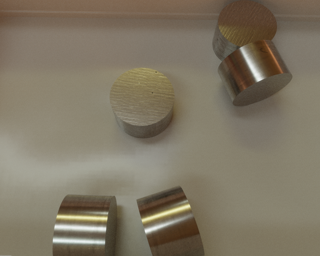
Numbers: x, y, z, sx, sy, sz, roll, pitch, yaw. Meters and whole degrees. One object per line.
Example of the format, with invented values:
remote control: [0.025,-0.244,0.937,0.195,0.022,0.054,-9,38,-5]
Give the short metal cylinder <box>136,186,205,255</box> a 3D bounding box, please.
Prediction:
short metal cylinder: [0.010,0.109,0.341,0.050,0.080,0.080,-17,71,-6]

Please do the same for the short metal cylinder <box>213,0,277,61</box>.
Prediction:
short metal cylinder: [0.120,-0.135,0.447,0.081,0.050,0.080,0,70,0]

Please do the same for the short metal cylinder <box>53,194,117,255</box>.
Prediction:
short metal cylinder: [-0.078,0.114,0.338,0.050,0.080,0.080,2,70,0]

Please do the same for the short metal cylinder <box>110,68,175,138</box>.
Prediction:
short metal cylinder: [-0.022,-0.032,0.408,0.081,0.050,0.080,0,70,0]

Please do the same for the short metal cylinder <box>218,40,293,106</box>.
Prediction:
short metal cylinder: [0.123,-0.070,0.408,0.081,0.080,0.050,-18,71,-7]
